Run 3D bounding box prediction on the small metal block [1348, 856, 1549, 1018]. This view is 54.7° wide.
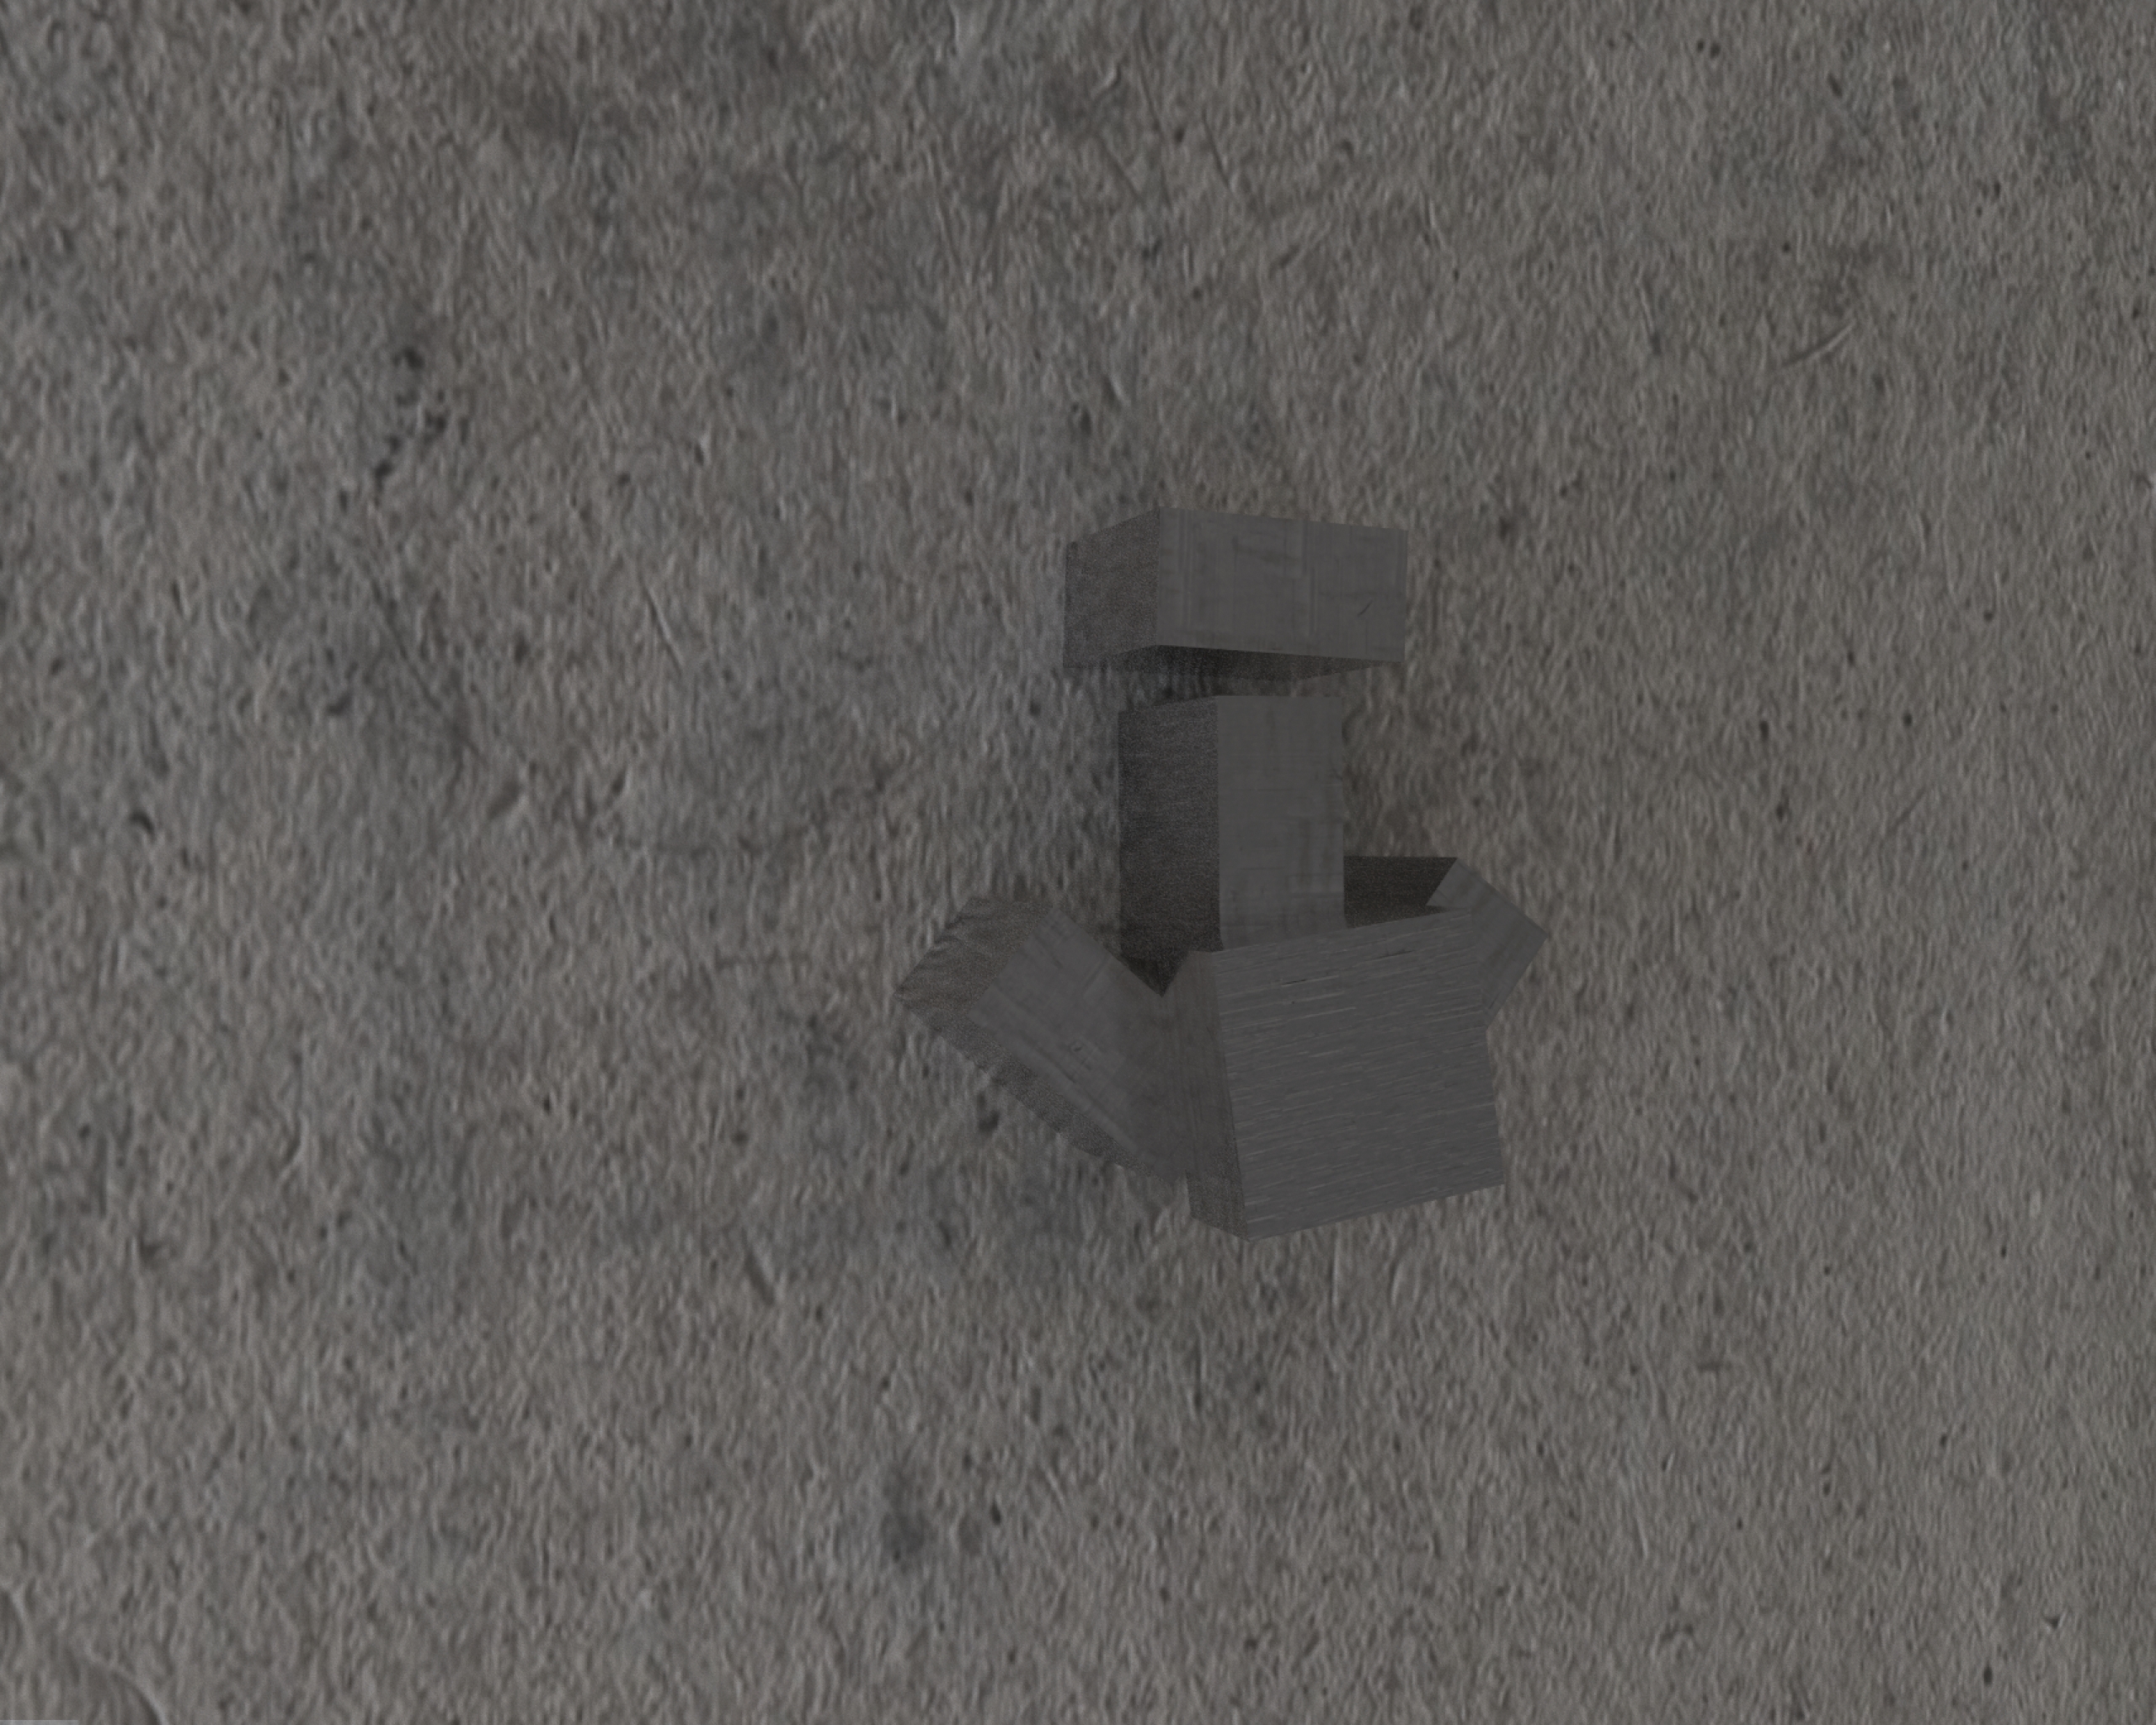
[{"bbox_3d":[0.059,0.026,0.417,0.025,0.050,0.050,39,78,-16],"label":"small metal block"}]

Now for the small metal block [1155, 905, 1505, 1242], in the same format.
[{"bbox_3d":[0.045,0.036,0.372,0.050,0.025,0.050,-9,93,-20],"label":"small metal block"}]

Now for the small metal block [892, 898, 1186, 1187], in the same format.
[{"bbox_3d":[-0.002,0.033,0.395,0.050,0.050,0.025,41,77,-16],"label":"small metal block"}]

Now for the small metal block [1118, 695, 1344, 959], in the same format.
[{"bbox_3d":[0.029,-0.006,0.406,0.025,0.050,0.050,-1,91,-20],"label":"small metal block"}]

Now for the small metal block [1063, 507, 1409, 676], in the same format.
[{"bbox_3d":[0.030,-0.051,0.406,0.050,0.050,0.025,2,90,-20],"label":"small metal block"}]
